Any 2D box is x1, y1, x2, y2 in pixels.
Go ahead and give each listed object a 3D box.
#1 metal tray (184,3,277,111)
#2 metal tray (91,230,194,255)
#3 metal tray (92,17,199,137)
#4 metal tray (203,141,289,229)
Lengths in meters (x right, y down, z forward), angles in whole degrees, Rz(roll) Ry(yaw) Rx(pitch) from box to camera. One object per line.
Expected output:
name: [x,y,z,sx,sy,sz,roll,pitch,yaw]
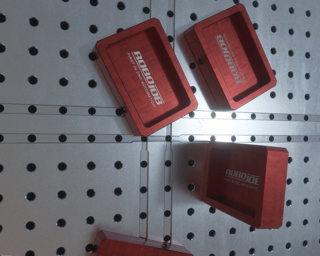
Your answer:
metal tray: [0.104,-0.100,0.447,0.090,0.030,0.130,-30,100,-18]
metal tray: [-0.028,0.192,0.400,0.131,0.030,0.090,19,84,-19]
metal tray: [-0.017,-0.064,0.403,0.090,0.030,0.130,-29,100,-18]
metal tray: [0.102,0.065,0.394,0.030,0.130,0.090,7,88,-20]
